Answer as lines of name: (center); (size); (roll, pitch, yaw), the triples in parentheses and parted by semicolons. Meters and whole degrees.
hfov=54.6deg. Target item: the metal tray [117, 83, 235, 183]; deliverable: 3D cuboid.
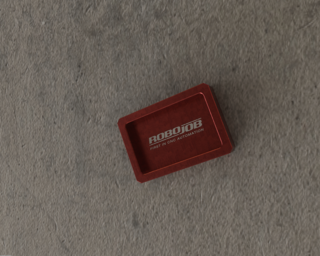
metal tray: (0.019, 0.008, 0.399); (0.130, 0.030, 0.090); (-22, 83, 18)
